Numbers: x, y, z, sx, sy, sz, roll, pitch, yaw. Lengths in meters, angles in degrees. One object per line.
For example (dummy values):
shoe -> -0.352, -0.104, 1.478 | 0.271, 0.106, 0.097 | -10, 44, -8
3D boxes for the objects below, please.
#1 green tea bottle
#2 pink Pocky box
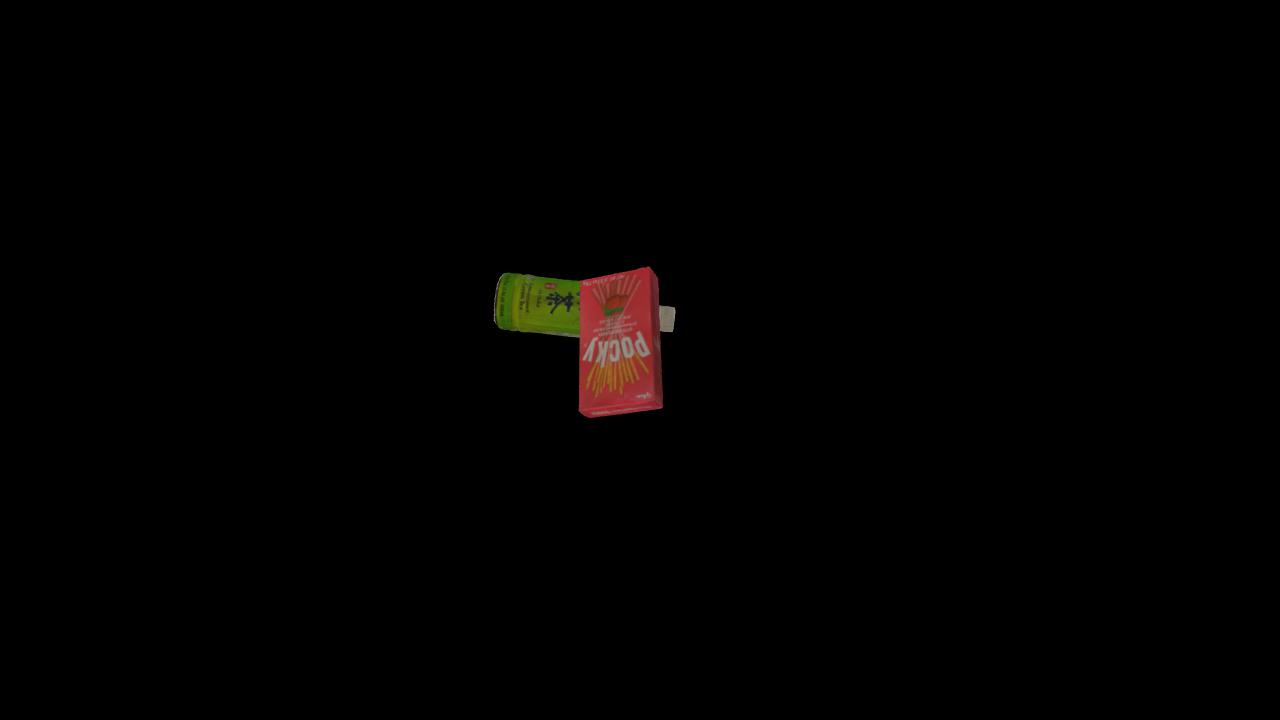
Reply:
green tea bottle -> -0.064, -0.059, 0.739 | 0.212, 0.073, 0.073 | 7, 0, -2
pink Pocky box -> -0.021, -0.020, 0.647 | 0.084, 0.155, 0.029 | -9, -23, 18
